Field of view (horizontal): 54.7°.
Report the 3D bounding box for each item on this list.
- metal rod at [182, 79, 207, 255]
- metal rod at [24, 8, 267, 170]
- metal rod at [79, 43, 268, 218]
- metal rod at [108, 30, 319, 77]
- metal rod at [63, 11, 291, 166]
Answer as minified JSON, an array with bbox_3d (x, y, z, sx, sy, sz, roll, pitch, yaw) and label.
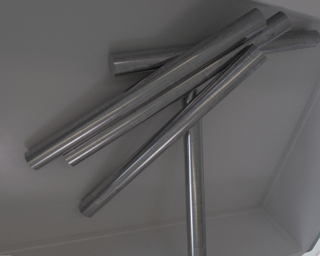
[{"bbox_3d":[0.046,0.082,0.405,0.025,0.025,0.298,-5,96,-26],"label":"metal rod"},{"bbox_3d":[-0.018,-0.042,0.347,0.301,0.025,0.025,-32,129,2],"label":"metal rod"},{"bbox_3d":[0.004,0.014,0.382,0.299,0.025,0.025,-43,131,16],"label":"metal rod"},{"bbox_3d":[0.084,-0.099,0.393,0.302,0.025,0.025,-13,124,-22],"label":"metal rod"},{"bbox_3d":[0.018,-0.045,0.366,0.301,0.025,0.025,-32,129,2],"label":"metal rod"}]
